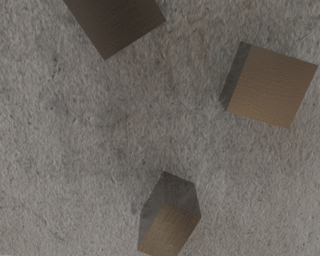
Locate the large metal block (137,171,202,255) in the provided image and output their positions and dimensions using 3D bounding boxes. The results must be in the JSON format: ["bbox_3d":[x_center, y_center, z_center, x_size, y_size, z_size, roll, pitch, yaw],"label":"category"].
[{"bbox_3d":[0.011,0.119,0.425,0.050,0.080,0.080,24,108,-9],"label":"large metal block"}]

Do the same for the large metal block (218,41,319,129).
[{"bbox_3d":[0.128,-0.053,0.379,0.080,0.050,0.079,15,109,-6],"label":"large metal block"}]

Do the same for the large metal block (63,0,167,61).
[{"bbox_3d":[-0.049,-0.134,0.346,0.080,0.050,0.080,-30,108,10],"label":"large metal block"}]
